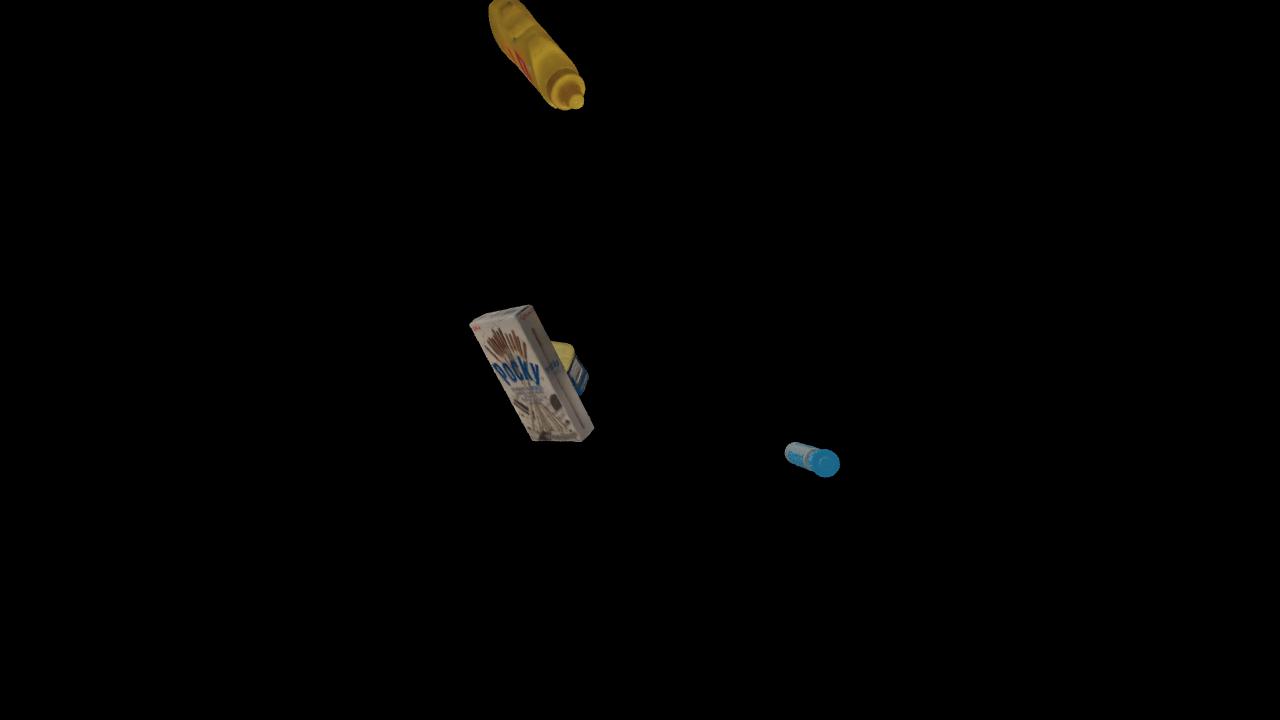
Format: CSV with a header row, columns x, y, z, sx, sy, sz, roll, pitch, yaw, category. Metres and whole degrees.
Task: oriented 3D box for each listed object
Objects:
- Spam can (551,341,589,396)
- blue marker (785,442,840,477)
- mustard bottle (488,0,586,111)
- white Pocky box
x,y,z,sx,sy,sz,roll,pitch,yaw,category
-0.139,0.014,0.959,0.101,0.058,0.085,9,-26,19,Spam can
0.128,0.074,0.465,0.020,0.020,0.121,0,-5,5,blue marker
-0.112,-0.345,0.716,0.054,0.184,0.092,-31,-30,-6,mustard bottle
-0.114,0.018,0.651,0.084,0.154,0.028,-5,28,41,white Pocky box
